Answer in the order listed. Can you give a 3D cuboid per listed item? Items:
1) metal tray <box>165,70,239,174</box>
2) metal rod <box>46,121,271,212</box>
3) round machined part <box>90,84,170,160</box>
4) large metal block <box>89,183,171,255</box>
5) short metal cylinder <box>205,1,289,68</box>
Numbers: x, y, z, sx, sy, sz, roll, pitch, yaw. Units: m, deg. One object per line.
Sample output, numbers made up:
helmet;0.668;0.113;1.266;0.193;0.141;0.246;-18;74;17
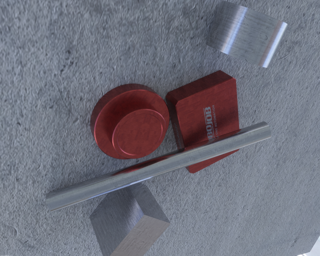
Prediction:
metal tray;0.065;-0.006;0.438;0.091;0.030;0.129;-25;128;-13
metal rod;0.004;0.048;0.408;0.302;0.025;0.025;-18;126;-7
round machined part;-0.031;-0.001;0.379;0.099;0.042;0.097;-14;125;-21
large metal block;-0.044;0.127;0.427;0.050;0.080;0.080;32;100;-39
short metal cylinder;0.099;-0.109;0.360;0.081;0.080;0.050;7;115;-32
